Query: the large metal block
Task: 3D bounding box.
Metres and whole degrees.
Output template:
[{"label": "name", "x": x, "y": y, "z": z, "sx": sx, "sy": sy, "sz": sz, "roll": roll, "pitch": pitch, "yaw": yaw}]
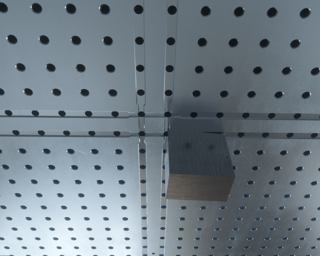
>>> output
[{"label": "large metal block", "x": 0.049, "y": 0.050, "z": 0.419, "sx": 0.081, "sy": 0.080, "sz": 0.050, "roll": 3, "pitch": 130, "yaw": -3}]
